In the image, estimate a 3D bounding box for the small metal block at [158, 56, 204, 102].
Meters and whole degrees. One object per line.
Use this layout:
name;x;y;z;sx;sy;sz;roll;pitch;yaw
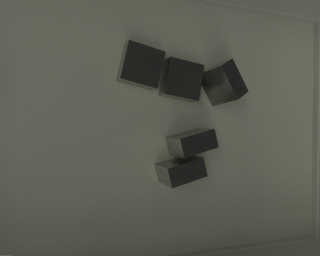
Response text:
small metal block;0.029;-0.065;0.422;0.050;0.025;0.050;10;87;-20

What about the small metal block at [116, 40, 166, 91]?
small metal block;-0.025;-0.080;0.402;0.050;0.025;0.050;13;85;-20

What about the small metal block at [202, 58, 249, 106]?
small metal block;0.086;-0.062;0.428;0.025;0.050;0.050;-36;103;-31

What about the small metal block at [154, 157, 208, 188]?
small metal block;0.026;0.055;0.408;0.050;0.050;0.025;-15;96;-20

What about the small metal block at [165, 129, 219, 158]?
small metal block;0.042;0.019;0.414;0.050;0.050;0.025;-15;96;-20
